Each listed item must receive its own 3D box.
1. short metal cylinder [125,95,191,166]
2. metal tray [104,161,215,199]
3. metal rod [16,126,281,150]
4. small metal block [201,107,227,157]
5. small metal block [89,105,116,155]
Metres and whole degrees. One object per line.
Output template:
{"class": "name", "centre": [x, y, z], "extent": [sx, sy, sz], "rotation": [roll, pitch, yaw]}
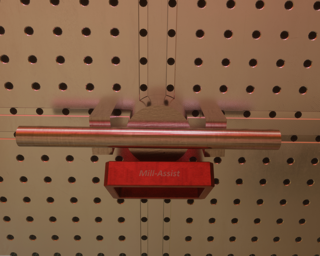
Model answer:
{"class": "short metal cylinder", "centre": [-0.002, 0.002, 0.400], "extent": [0.081, 0.050, 0.079], "rotation": [0, 110, 0]}
{"class": "metal tray", "centre": [-0.001, 0.071, 0.407], "extent": [0.131, 0.090, 0.030], "rotation": [0, 67, 0]}
{"class": "metal rod", "centre": [-0.013, 0.012, 0.364], "extent": [0.302, 0.025, 0.025], "rotation": [1, 110, 0]}
{"class": "small metal block", "centre": [0.068, 0.004, 0.402], "extent": [0.025, 0.050, 0.050], "rotation": [-1, 110, 0]}
{"class": "small metal block", "centre": [-0.072, 0.001, 0.400], "extent": [0.025, 0.050, 0.050], "rotation": [-1, 110, 0]}
